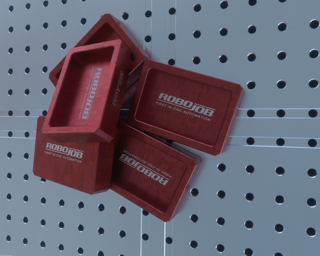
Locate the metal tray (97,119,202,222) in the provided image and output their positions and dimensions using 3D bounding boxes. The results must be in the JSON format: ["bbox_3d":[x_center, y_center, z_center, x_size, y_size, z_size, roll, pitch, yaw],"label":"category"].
[{"bbox_3d":[-0.022,0.053,0.417,0.130,0.030,0.090,27,99,18],"label":"metal tray"}]

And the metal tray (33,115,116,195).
[{"bbox_3d":[-0.124,0.033,0.436,0.130,0.030,0.090,8,94,34],"label":"metal tray"}]

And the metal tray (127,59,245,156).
[{"bbox_3d":[0.031,-0.028,0.398,0.130,0.030,0.090,19,97,18],"label":"metal tray"}]

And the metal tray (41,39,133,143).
[{"bbox_3d":[-0.091,-0.047,0.397,0.090,0.030,0.130,-2,65,27],"label":"metal tray"}]

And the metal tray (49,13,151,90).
[{"bbox_3d":[-0.086,-0.083,0.440,0.130,0.030,0.090,-41,76,15],"label":"metal tray"}]
